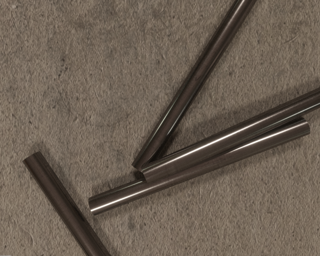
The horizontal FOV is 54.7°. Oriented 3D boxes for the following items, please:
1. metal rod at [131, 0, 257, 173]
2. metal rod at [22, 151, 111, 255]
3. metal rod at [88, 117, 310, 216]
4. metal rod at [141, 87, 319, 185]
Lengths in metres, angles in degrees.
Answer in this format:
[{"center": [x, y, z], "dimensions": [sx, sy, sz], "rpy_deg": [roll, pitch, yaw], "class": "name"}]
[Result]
[{"center": [0.053, -0.072, 0.410], "dimensions": [0.025, 0.025, 0.299], "rpy_deg": [32, 90, -1], "class": "metal rod"}, {"center": [-0.086, 0.161, 0.408], "dimensions": [0.025, 0.025, 0.299], "rpy_deg": [-34, 90, 0], "class": "metal rod"}, {"center": [0.052, 0.050, 0.410], "dimensions": [0.301, 0.025, 0.025], "rpy_deg": [-21, 90, -1], "class": "metal rod"}, {"center": [0.119, 0.000, 0.400], "dimensions": [0.302, 0.025, 0.025], "rpy_deg": [-24, 90, -5], "class": "metal rod"}]
